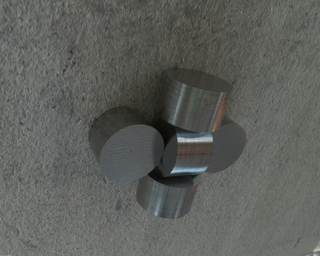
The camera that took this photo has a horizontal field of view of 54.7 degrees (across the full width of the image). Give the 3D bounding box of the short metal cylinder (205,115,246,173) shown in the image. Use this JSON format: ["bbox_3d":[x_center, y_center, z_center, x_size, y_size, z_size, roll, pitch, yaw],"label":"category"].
[{"bbox_3d":[0.075,0.017,0.443,0.081,0.050,0.079,-14,125,-21],"label":"short metal cylinder"}]

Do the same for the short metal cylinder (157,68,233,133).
[{"bbox_3d":[0.041,-0.036,0.373,0.081,0.080,0.050,0,119,-28],"label":"short metal cylinder"}]

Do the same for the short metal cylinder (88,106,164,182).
[{"bbox_3d":[-0.042,0.019,0.381,0.081,0.050,0.079,-14,124,-22],"label":"short metal cylinder"}]

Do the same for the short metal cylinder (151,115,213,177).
[{"bbox_3d":[0.023,0.022,0.399,0.050,0.080,0.079,0,118,-29],"label":"short metal cylinder"}]

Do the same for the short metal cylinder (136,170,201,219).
[{"bbox_3d":[0.011,0.078,0.428,0.081,0.080,0.050,0,118,-28],"label":"short metal cylinder"}]
